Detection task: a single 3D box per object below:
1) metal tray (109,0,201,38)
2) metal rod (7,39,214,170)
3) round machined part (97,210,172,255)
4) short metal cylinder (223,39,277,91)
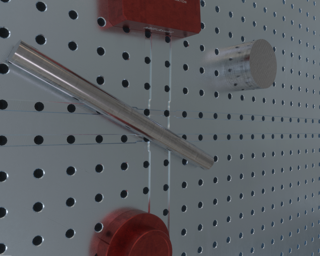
[{"bbox_3d":[-0.003,-0.173,0.403,0.131,0.030,0.089,-5,93,-40],"label":"metal tray"},{"bbox_3d":[-0.033,-0.010,0.381,0.301,0.025,0.025,31,71,-36],"label":"metal rod"},{"bbox_3d":[-0.024,0.154,0.379,0.099,0.042,0.097,0,90,-40],"label":"round machined part"},{"bbox_3d":[0.152,-0.104,0.520,0.081,0.050,0.079,0,90,-40],"label":"short metal cylinder"}]
